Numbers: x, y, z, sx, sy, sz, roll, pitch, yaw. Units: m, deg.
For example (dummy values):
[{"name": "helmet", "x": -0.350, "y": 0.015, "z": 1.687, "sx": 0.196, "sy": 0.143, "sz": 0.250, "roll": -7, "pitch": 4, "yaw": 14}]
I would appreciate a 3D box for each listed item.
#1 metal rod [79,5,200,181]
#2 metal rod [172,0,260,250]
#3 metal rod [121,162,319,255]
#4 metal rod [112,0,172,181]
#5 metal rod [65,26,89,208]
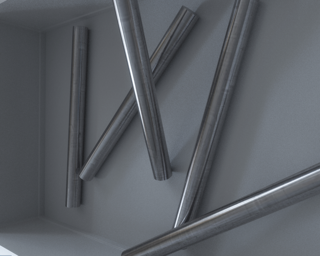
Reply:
[{"name": "metal rod", "x": -0.041, "y": -0.032, "z": 0.438, "sx": 0.025, "sy": 0.025, "sz": 0.298, "roll": 50, "pitch": 119, "yaw": 28}, {"name": "metal rod", "x": 0.058, "y": 0.002, "z": 0.357, "sx": 0.025, "sy": 0.025, "sz": 0.298, "roll": 23, "pitch": 104, "yaw": 37}, {"name": "metal rod", "x": 0.071, "y": 0.094, "z": 0.325, "sx": 0.299, "sy": 0.025, "sz": 0.025, "roll": -34, "pitch": 69, "yaw": 27}, {"name": "metal rod", "x": -0.023, "y": -0.070, "z": 0.341, "sx": 0.025, "sy": 0.025, "sz": 0.298, "roll": 11, "pitch": 124, "yaw": 39}, {"name": "metal rod", "x": -0.139, "y": -0.017, "z": 0.518, "sx": 0.025, "sy": 0.025, "sz": 0.298, "roll": 5, "pitch": 93, "yaw": 39}]
